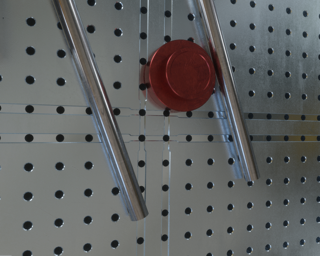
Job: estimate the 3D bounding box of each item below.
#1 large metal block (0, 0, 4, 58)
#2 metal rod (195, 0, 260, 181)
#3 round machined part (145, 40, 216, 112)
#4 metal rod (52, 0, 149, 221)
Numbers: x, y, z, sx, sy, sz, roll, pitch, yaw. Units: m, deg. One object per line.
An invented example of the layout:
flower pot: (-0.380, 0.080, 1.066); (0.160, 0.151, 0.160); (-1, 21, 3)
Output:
large metal block: (-0.211, -0.120, 0.321); (0.081, 0.050, 0.079); (-1, 90, -20)
metal rod: (0.096, -0.067, 0.449); (0.025, 0.025, 0.298); (-19, 97, -19)
round machined part: (0.032, -0.070, 0.417); (0.099, 0.042, 0.097); (0, 90, -21)
metal rod: (-0.073, -0.026, 0.386); (0.025, 0.025, 0.298); (-21, 97, -19)
